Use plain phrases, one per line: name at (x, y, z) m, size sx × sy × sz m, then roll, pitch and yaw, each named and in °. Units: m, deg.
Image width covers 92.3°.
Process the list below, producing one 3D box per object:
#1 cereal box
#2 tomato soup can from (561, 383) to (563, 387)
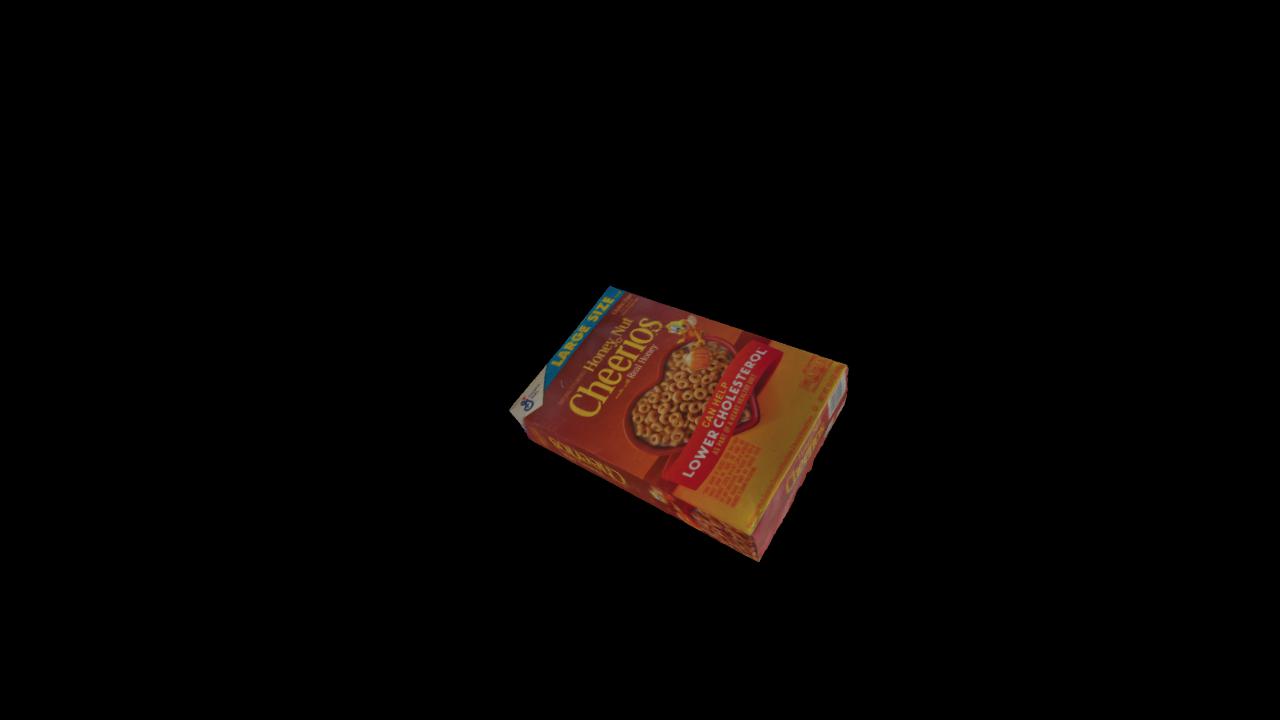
cereal box at (0.036, 0.048, 0.660) m, size 0.306 × 0.203 × 0.081 m, roll 23°, pitch -28°, yaw 30°
tomato soup can at (-0.068, 0.060, 0.714) m, size 0.068 × 0.068 × 0.101 m, roll 0°, pitch -44°, yaw -21°
